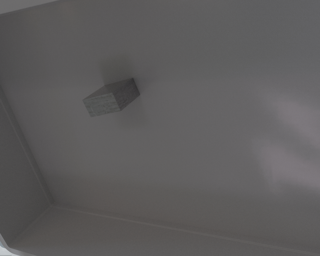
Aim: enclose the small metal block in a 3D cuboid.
[{"bbox_3d":[-0.062,-0.040,0.401,0.050,0.050,0.025,-9,114,32],"label":"small metal block"}]
